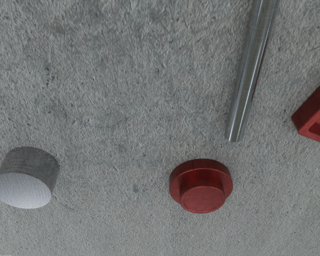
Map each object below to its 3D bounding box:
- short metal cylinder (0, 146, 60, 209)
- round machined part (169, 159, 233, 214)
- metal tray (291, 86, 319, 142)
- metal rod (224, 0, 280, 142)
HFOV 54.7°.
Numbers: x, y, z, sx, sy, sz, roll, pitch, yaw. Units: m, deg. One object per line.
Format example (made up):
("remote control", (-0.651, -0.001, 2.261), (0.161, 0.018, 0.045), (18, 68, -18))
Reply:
("short metal cylinder", (-0.193, 0.073, 0.450), (0.081, 0.050, 0.079), (0, 130, 0))
("round machined part", (0.064, 0.096, 0.479), (0.099, 0.042, 0.097), (-1, 130, 0))
("metal tray", (0.251, -0.014, 0.396), (0.131, 0.030, 0.089), (19, 128, -16))
("metal rod", (0.103, -0.103, 0.321), (0.025, 0.025, 0.298), (1, 130, -1))
